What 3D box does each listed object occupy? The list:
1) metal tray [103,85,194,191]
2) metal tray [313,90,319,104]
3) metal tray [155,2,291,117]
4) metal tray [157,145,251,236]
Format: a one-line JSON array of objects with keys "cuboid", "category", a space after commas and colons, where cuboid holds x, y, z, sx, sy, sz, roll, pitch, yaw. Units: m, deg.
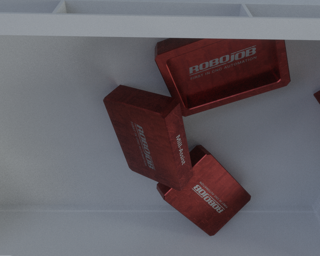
[{"cuboid": [-0.011, 0.014, 0.387, 0.090, 0.030, 0.129, 18, 139, 33], "category": "metal tray"}, {"cuboid": [0.233, 0.014, 0.356, 0.030, 0.130, 0.090, -35, 122, 26], "category": "metal tray"}, {"cuboid": [0.070, -0.071, 0.346, 0.130, 0.030, 0.090, -17, 129, 13], "category": "metal tray"}, {"cuboid": [0.069, 0.097, 0.465, 0.090, 0.030, 0.130, -45, 121, 1], "category": "metal tray"}]
